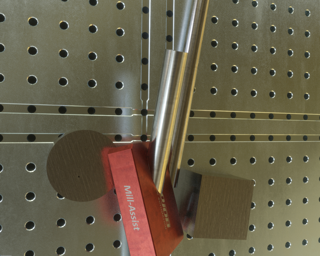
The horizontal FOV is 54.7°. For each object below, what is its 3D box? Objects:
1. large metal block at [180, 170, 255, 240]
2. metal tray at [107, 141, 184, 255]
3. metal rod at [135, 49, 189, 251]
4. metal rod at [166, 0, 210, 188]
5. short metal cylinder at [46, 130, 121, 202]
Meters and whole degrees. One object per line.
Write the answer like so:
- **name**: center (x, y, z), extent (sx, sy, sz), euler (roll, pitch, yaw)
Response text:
- **large metal block**: center (0.076, 0.105, 0.428), extent (0.081, 0.050, 0.080), euler (10, 87, -20)
- **metal tray**: center (-0.013, 0.082, 0.363), extent (0.030, 0.090, 0.129), euler (-15, 86, 20)
- **metal rod**: center (-0.007, 0.061, 0.363), extent (0.025, 0.025, 0.298), euler (4, 106, -20)
- **metal rod**: center (0.037, -0.069, 0.426), extent (0.025, 0.025, 0.298), euler (12, 86, -20)
- **short metal cylinder**: center (-0.091, 0.042, 0.366), extent (0.081, 0.050, 0.079), euler (0, 90, -20)
